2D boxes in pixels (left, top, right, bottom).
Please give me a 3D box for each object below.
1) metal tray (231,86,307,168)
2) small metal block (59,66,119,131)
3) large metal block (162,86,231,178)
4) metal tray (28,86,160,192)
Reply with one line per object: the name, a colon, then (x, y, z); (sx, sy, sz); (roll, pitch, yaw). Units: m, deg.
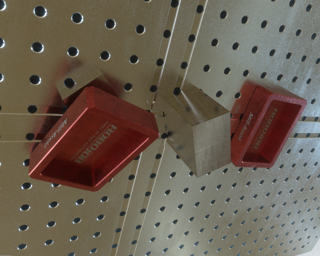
metal tray: (0.171, 0.003, 0.502); (0.091, 0.030, 0.129); (6, 115, -31)
small metal block: (-0.076, -0.032, 0.350); (0.050, 0.025, 0.050); (-35, 129, -5)
large metal block: (0.047, 0.003, 0.403); (0.050, 0.080, 0.080); (-21, 127, -16)
metal tray: (-0.076, 0.020, 0.349); (0.090, 0.030, 0.129); (24, 127, -37)
